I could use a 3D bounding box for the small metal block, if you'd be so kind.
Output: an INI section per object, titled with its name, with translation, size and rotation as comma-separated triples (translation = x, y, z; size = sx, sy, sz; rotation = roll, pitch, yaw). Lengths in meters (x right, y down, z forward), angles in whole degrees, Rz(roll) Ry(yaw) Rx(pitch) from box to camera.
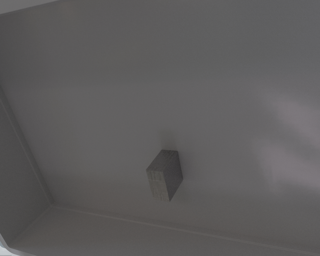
[small metal block]
translation = 0.008, 0.065, 0.429
size = 0.025, 0.050, 0.050
rotation = 2, 120, 27
